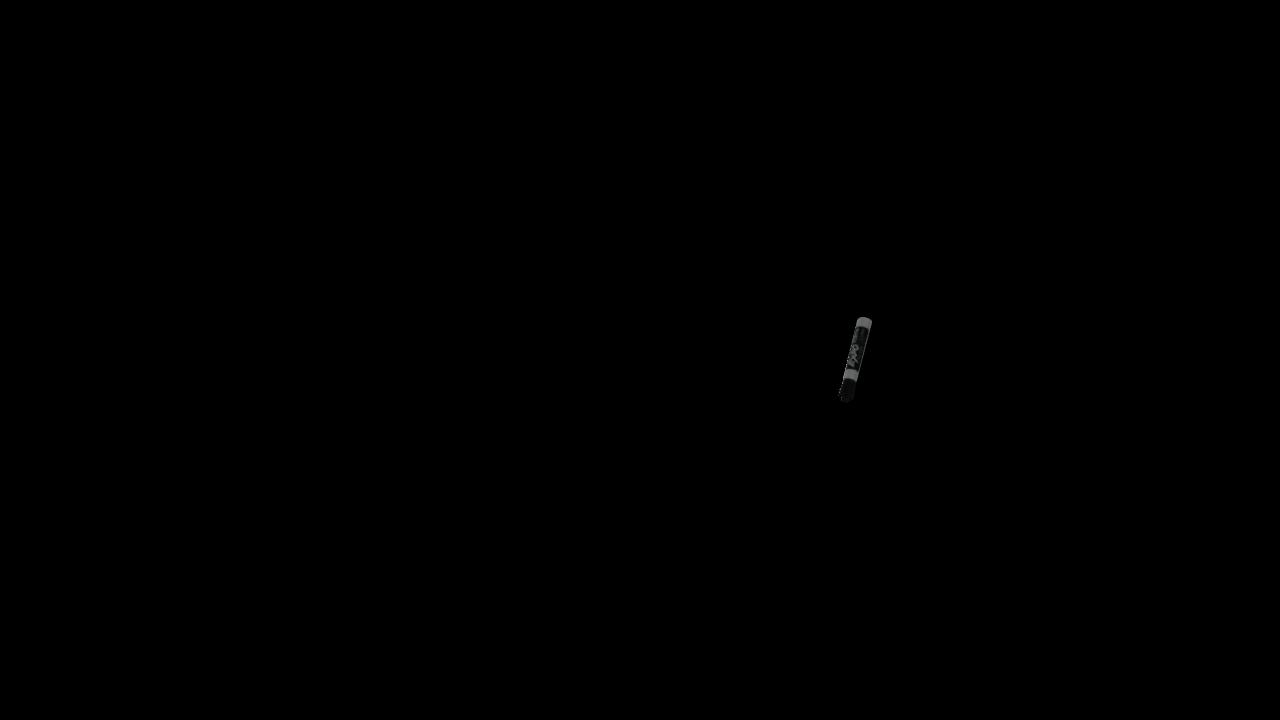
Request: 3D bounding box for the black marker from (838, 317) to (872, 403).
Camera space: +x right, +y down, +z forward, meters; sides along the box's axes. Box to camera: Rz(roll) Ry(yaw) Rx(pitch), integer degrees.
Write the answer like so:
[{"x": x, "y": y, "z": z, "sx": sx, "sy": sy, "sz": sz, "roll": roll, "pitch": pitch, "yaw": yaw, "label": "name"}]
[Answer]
[{"x": 0.274, "y": 0.000, "z": 0.782, "sx": 0.020, "sy": 0.121, "sz": 0.020, "roll": 19, "pitch": -24, "yaw": 9, "label": "black marker"}]
